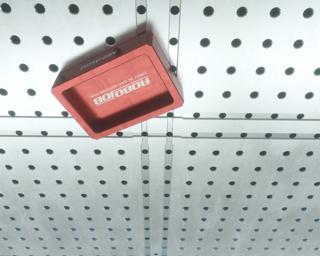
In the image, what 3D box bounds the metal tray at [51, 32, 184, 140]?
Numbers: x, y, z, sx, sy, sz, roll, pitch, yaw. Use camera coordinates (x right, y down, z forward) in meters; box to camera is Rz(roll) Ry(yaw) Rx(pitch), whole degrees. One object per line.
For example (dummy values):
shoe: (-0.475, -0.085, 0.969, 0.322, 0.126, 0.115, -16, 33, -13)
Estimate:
metal tray: (-0.048, -0.045, 0.369, 0.130, 0.030, 0.090, -21, 127, 17)
